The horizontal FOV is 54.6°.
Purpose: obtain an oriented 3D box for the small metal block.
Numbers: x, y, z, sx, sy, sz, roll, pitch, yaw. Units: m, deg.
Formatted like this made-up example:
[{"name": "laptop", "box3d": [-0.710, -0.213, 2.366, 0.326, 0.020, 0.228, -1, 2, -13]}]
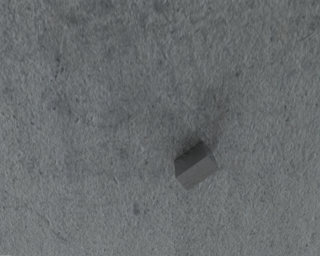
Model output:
[{"name": "small metal block", "box3d": [0.047, 0.049, 0.415, 0.050, 0.050, 0.025, -37, 106, 12]}]
